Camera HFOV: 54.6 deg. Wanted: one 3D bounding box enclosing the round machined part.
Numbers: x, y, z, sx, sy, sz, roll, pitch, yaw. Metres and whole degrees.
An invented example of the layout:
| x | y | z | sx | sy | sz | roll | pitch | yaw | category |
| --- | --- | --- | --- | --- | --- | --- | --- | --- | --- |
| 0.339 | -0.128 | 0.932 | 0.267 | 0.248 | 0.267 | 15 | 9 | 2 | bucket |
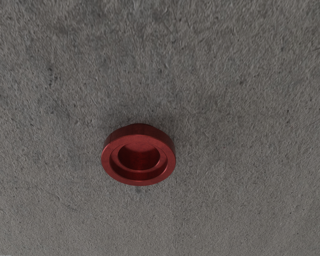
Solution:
| x | y | z | sx | sy | sz | roll | pitch | yaw | category |
| --- | --- | --- | --- | --- | --- | --- | --- | --- | --- |
| -0.028 | 0.032 | 0.423 | 0.099 | 0.042 | 0.097 | 0 | 130 | 0 | round machined part |
